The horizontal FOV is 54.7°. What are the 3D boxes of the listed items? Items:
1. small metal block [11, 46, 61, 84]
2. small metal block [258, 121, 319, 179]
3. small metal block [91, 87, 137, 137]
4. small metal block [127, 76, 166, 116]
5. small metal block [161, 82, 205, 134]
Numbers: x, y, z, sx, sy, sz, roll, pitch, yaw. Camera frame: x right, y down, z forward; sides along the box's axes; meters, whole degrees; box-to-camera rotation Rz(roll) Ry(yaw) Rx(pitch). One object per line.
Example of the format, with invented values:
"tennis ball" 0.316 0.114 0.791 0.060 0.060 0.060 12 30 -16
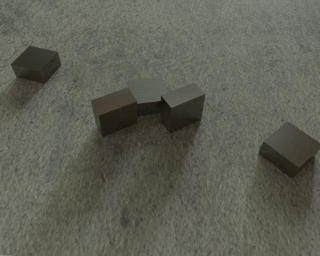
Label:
"small metal block" -0.192 -0.099 0.484 0.050 0.025 0.050 14 51 11
"small metal block" 0.161 0.026 0.383 0.050 0.025 0.050 -33 58 -25
"small metal block" -0.058 -0.020 0.401 0.050 0.050 0.025 -23 62 -18
"small metal block" -0.018 -0.045 0.441 0.050 0.025 0.050 -7 50 -7
"small metal block" 0.029 -0.026 0.409 0.050 0.050 0.025 -23 54 -19
